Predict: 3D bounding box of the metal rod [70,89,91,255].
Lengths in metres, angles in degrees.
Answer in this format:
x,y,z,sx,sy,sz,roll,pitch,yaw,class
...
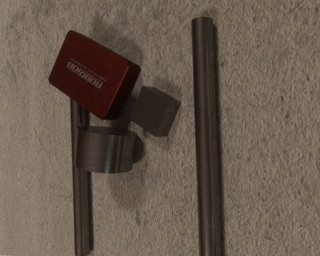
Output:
x,y,z,sx,sy,sz,roll,pitch,yaw,class
-0.132,0.056,0.510,0.025,0.025,0.298,-4,88,39,metal rod

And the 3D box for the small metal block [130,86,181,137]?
x,y,z,sx,sy,sz,roll,pitch,yaw,class
-0.007,-0.022,0.408,0.050,0.025,0.050,33,110,34,small metal block

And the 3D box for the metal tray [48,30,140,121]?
x,y,z,sx,sy,sz,roll,pitch,yaw,class
-0.102,-0.080,0.464,0.130,0.030,0.090,33,103,25,metal tray

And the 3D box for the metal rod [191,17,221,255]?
x,y,z,sx,sy,sz,roll,pitch,yaw,class
0.054,0.023,0.358,0.025,0.025,0.298,-3,88,39,metal rod

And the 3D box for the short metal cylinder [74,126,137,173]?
x,y,z,sx,sy,sz,roll,pitch,yaw,class
-0.075,0.028,0.429,0.080,0.081,0.050,12,98,39,short metal cylinder
